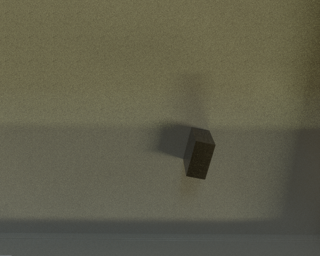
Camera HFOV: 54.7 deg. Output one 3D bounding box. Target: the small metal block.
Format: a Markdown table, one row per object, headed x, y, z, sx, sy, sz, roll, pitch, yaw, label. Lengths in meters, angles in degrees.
| x | y | z | sx | sy | sz | roll | pitch | yaw | label |
| --- | --- | --- | --- | --- | --- | --- | --- | --- | --- |
| 0.051 | 0.032 | 0.411 | 0.025 | 0.050 | 0.050 | 11 | 110 | -5 | small metal block |
